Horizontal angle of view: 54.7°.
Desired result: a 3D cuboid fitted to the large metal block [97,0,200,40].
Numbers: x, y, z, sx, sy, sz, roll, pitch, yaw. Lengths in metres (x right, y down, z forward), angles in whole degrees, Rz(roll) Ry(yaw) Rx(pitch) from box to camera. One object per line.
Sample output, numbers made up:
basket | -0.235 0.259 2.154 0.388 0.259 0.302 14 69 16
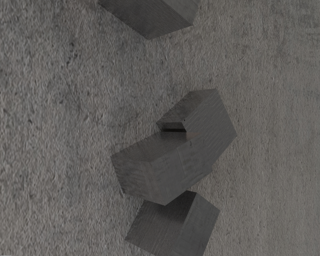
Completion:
large metal block | -0.011 -0.153 0.359 0.080 0.080 0.050 27 73 -37

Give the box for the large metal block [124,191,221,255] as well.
large metal block | 0.015 0.120 0.381 0.050 0.080 0.080 42 65 -32

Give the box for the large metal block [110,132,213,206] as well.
large metal block | 0.001 0.043 0.370 0.081 0.080 0.050 -27 107 -37

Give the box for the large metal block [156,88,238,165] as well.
large metal block | 0.053 0.002 0.433 0.080 0.050 0.080 -43 116 -31
